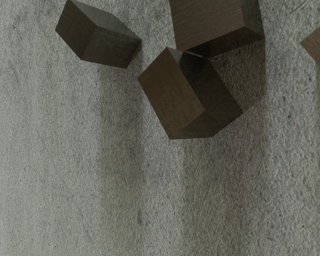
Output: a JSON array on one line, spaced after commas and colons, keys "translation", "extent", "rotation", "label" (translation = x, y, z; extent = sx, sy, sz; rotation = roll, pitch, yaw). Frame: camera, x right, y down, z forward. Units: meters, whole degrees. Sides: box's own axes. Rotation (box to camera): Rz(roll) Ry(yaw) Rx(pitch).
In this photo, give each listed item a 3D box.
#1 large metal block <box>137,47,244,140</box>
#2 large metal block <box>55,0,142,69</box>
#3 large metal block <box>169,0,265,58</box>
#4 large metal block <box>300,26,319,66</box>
[{"translation": [0.034, -0.035, 0.341], "extent": [0.050, 0.081, 0.080], "rotation": [-42, 65, 32], "label": "large metal block"}, {"translation": [-0.088, -0.133, 0.442], "extent": [0.080, 0.081, 0.050], "rotation": [47, 118, 29], "label": "large metal block"}, {"translation": [0.060, -0.128, 0.339], "extent": [0.080, 0.050, 0.080], "rotation": [-13, 82, 39], "label": "large metal block"}, {"translation": [0.176, -0.062, 0.243], "extent": [0.080, 0.050, 0.080], "rotation": [-43, 64, 31], "label": "large metal block"}]
